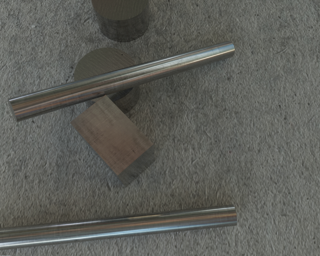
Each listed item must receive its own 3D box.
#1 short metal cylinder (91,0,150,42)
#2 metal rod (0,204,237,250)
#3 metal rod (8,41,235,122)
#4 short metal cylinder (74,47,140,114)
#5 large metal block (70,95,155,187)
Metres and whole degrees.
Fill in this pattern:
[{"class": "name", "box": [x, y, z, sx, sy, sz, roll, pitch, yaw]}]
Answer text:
[{"class": "short metal cylinder", "box": [-0.056, -0.176, 0.459, 0.081, 0.050, 0.080, 0, 70, 0]}, {"class": "metal rod", "box": [-0.062, 0.118, 0.364, 0.302, 0.025, 0.025, -5, 70, -2]}, {"class": "metal rod", "box": [-0.023, -0.066, 0.380, 0.302, 0.025, 0.025, -22, 70, -29]}, {"class": "short metal cylinder", "box": [-0.069, -0.060, 0.416, 0.081, 0.050, 0.080, 0, 70, 0]}, {"class": "large metal block", "box": [-0.052, 0.019, 0.371, 0.050, 0.080, 0.080, -41, 75, -13]}]
